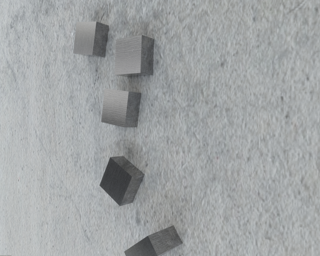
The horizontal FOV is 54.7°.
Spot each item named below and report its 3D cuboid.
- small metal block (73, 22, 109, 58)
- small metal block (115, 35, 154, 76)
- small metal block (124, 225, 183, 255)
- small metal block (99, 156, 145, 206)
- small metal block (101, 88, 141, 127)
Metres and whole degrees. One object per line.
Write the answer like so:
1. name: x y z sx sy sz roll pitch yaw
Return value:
1. small metal block: -0.110 -0.141 0.493 0.050 0.025 0.050 14 99 38
2. small metal block: -0.036 -0.099 0.433 0.050 0.025 0.050 4 92 39
3. small metal block: -0.008 0.152 0.394 0.050 0.050 0.025 -43 64 31
4. small metal block: -0.056 0.076 0.449 0.050 0.025 0.050 35 111 34
5. small metal block: -0.057 -0.029 0.450 0.050 0.025 0.050 12 97 39
